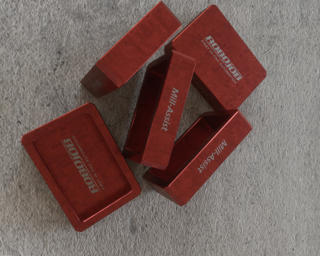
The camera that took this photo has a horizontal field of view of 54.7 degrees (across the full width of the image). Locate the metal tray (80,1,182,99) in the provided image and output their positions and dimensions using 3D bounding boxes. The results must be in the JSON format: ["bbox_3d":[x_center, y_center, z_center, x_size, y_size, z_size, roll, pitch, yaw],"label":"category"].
[{"bbox_3d":[-0.039,-0.079,0.341,0.030,0.130,0.090,46,75,-15],"label":"metal tray"}]

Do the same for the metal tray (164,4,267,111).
[{"bbox_3d":[0.081,-0.094,0.439,0.090,0.030,0.130,-46,105,-14],"label":"metal tray"}]

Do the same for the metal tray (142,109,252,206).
[{"bbox_3d":[0.044,0.032,0.393,0.130,0.090,0.030,-45,105,-15],"label":"metal tray"}]

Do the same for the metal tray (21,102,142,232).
[{"bbox_3d":[-0.092,0.045,0.374,0.091,0.030,0.129,-30,100,-18],"label":"metal tray"}]

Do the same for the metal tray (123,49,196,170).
[{"bbox_3d":[-0.005,-0.020,0.374,0.030,0.090,0.129,18,84,-20],"label":"metal tray"}]
